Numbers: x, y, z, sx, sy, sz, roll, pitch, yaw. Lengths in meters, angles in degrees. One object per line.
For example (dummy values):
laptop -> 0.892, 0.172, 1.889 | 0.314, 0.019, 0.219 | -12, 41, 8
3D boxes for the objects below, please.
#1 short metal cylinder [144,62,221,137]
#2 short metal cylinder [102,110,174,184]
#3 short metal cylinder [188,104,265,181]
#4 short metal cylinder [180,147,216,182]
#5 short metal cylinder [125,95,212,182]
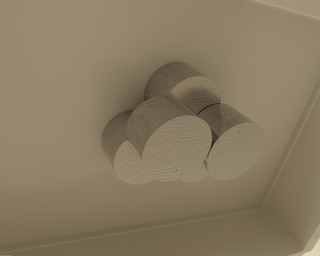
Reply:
short metal cylinder -> 0.027, -0.035, 0.384 | 0.081, 0.050, 0.079 | -14, 124, -21
short metal cylinder -> -0.027, 0.024, 0.390 | 0.081, 0.050, 0.079 | -14, 124, -21
short metal cylinder -> 0.079, 0.017, 0.378 | 0.081, 0.050, 0.079 | -14, 124, -21
short metal cylinder -> 0.044, 0.028, 0.431 | 0.081, 0.050, 0.079 | -14, 124, -21
short metal cylinder -> 0.009, 0.011, 0.337 | 0.081, 0.050, 0.079 | -14, 124, -21
